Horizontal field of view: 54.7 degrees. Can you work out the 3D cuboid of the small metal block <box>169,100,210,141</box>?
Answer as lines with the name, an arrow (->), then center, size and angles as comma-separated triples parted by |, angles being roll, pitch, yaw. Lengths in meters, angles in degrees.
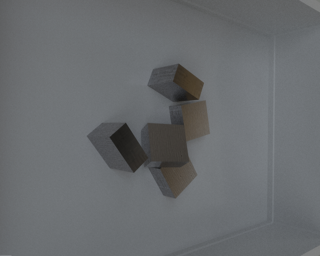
small metal block -> 0.043, -0.011, 0.445 | 0.050, 0.025, 0.050 | -15, 100, -39

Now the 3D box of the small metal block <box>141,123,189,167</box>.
small metal block -> 0.006, 0.023, 0.394 | 0.050, 0.025, 0.050 | 3, 66, -23

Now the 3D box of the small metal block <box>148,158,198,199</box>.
small metal block -> 0.018, 0.059, 0.424 | 0.050, 0.025, 0.050 | -40, 115, -33

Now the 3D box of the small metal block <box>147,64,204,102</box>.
small metal block -> 0.021, -0.058, 0.410 | 0.050, 0.050, 0.025 | 29, 72, -37

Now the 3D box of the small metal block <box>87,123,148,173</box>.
small metal block -> -0.049, 0.021, 0.351 | 0.025, 0.050, 0.050 | -45, 118, -31
